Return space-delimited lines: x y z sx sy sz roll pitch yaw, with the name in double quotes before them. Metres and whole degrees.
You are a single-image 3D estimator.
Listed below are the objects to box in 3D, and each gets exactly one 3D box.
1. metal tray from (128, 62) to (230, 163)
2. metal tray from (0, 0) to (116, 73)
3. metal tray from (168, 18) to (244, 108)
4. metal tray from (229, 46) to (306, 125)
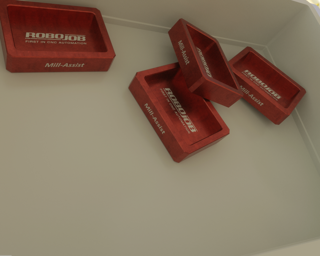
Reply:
"metal tray" 0.027 -0.027 0.432 0.091 0.030 0.130 -22 74 -36
"metal tray" -0.133 -0.118 0.402 0.131 0.030 0.090 -7 65 -31
"metal tray" 0.068 -0.099 0.471 0.091 0.030 0.130 16 46 -38
"metal tray" 0.175 -0.076 0.530 0.130 0.030 0.091 42 52 10
